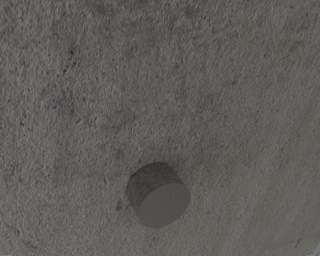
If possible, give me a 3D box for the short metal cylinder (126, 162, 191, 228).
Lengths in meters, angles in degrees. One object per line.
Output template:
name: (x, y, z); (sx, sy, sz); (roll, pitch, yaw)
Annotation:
short metal cylinder: (-0.003, 0.097, 0.448); (0.081, 0.050, 0.080); (-14, 124, -21)
